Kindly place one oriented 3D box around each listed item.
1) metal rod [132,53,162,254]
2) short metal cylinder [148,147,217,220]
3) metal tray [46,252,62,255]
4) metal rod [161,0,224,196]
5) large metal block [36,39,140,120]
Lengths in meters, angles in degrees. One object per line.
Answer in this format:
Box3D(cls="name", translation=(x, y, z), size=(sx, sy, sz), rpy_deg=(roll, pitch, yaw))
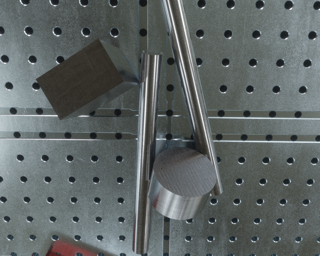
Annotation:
Box3D(cls="metal rod", translation=(-0.020, 0.048, 0.430), size=(0.025, 0.025, 0.298), rpy_deg=(4, 110, -2))
Box3D(cls="short metal cylinder", translation=(0.028, 0.071, 0.404), size=(0.081, 0.080, 0.050), rpy_deg=(10, 132, -4))
Box3D(cls="metal tray", translation=(-0.142, 0.266, 0.508), size=(0.131, 0.030, 0.089), rpy_deg=(26, 108, -10))
Box3D(cls="metal rod", translation=(0.042, -0.045, 0.397), size=(0.025, 0.025, 0.298), rpy_deg=(-14, 110, 5))
Box3D(cls="large metal block", translation=(-0.078, -0.054, 0.358), size=(0.080, 0.080, 0.050), rpy_deg=(-30, 92, 10))
